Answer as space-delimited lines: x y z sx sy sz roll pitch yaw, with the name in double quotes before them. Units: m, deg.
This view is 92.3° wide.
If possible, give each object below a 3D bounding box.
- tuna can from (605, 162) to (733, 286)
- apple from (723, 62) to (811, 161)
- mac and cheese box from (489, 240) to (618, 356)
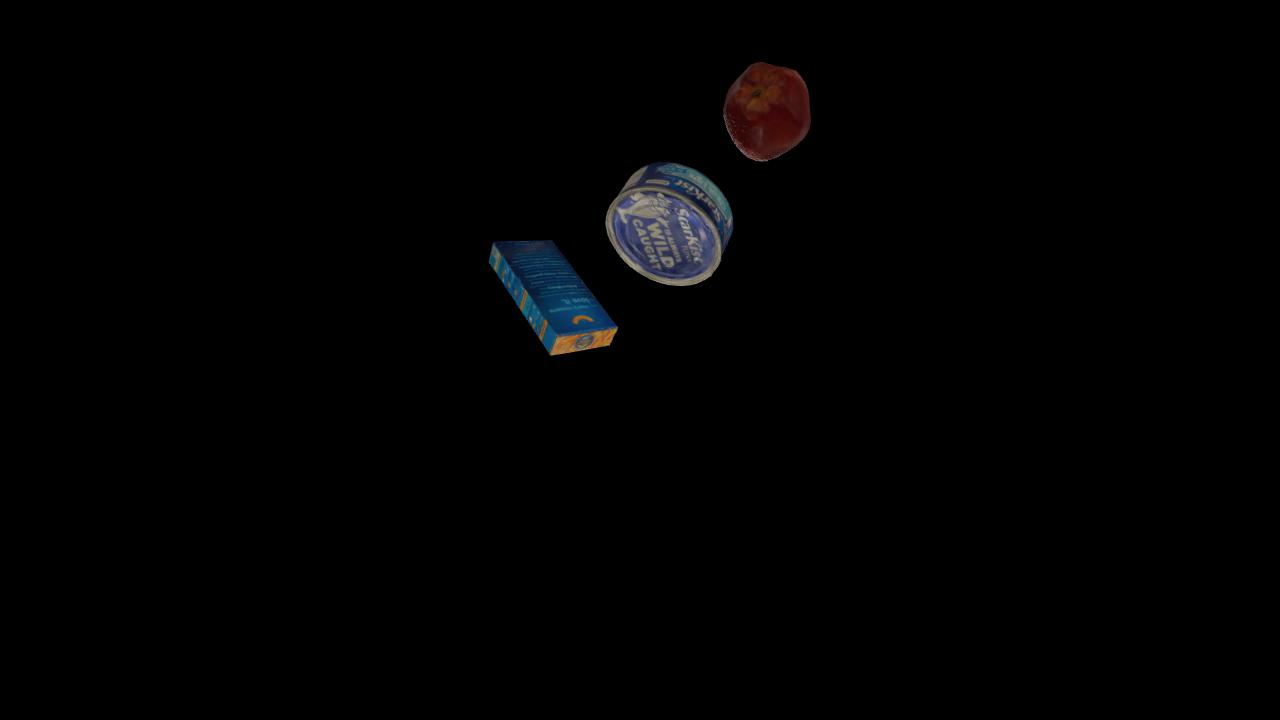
"tuna can" 0.021 -0.093 0.425 0.084 0.034 0.084 19 -34 13
"apple" 0.110 -0.215 0.535 0.079 0.079 0.093 0 4 16
"mac and cheese box" -0.116 -0.087 0.801 0.093 0.041 0.184 -10 51 -38
